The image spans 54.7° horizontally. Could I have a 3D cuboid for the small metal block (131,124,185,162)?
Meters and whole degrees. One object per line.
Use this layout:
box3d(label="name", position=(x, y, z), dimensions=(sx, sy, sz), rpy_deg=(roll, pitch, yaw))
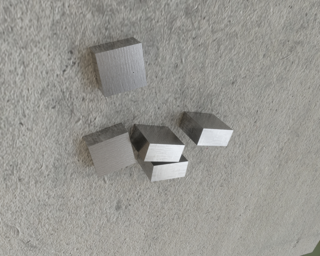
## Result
box3d(label="small metal block", position=(-0.004, 0.019, 0.400), dimensions=(0.050, 0.050, 0.025), rpy_deg=(4, 116, -31))

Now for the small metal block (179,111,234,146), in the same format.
box3d(label="small metal block", position=(0.063, 0.001, 0.425), dimensions=(0.050, 0.050, 0.025), rpy_deg=(3, 117, -30))

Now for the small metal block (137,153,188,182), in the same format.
box3d(label="small metal block", position=(0.002, 0.044, 0.419), dimensions=(0.050, 0.050, 0.025), rpy_deg=(-4, 120, -26))

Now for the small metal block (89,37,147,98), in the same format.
box3d(label="small metal block", position=(-0.045, -0.067, 0.340), dimensions=(0.050, 0.025, 0.050), rpy_deg=(-19, 126, -18))

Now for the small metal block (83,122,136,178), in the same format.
box3d(label="small metal block", position=(-0.063, 0.028, 0.390), dimensions=(0.050, 0.025, 0.050), rpy_deg=(-21, 127, -16))
